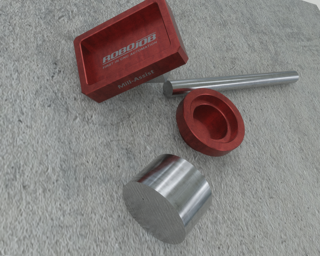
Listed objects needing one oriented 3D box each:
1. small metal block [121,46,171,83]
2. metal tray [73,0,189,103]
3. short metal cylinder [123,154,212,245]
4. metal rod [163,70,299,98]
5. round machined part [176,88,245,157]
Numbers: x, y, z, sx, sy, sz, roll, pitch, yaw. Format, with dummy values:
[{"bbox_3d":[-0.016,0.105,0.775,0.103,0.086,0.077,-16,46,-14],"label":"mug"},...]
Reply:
[{"bbox_3d":[-0.018,-0.088,0.420,0.050,0.050,0.025,2,48,24],"label":"small metal block"},{"bbox_3d":[-0.040,-0.097,0.382,0.030,0.130,0.090,38,33,-61],"label":"metal tray"},{"bbox_3d":[0.007,0.074,0.329,0.080,0.080,0.050,47,51,4],"label":"short metal cylinder"},{"bbox_3d":[0.136,-0.078,0.527,0.303,0.025,0.025,-10,67,-33],"label":"metal rod"},{"bbox_3d":[0.066,-0.004,0.433,0.099,0.042,0.098,14,56,-21],"label":"round machined part"}]
